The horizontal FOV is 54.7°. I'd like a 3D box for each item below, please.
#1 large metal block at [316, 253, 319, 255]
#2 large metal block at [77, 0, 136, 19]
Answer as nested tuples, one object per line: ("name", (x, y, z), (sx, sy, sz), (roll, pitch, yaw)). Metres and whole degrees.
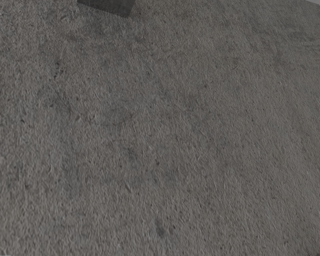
("large metal block", (0.236, 0.196, 0.375), (0.050, 0.080, 0.080), (-19, 72, -35))
("large metal block", (-0.081, -0.229, 0.484), (0.081, 0.050, 0.080), (11, 57, -23))
